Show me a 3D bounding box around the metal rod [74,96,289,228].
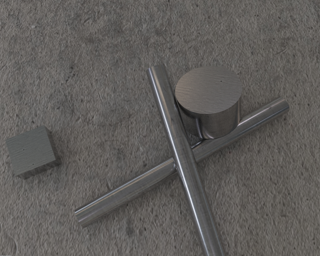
[{"bbox_3d":[0.036,0.038,0.394,0.302,0.025,0.025,-28,73,-10],"label":"metal rod"}]

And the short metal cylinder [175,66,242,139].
[{"bbox_3d":[0.063,-0.033,0.395,0.080,0.050,0.080,-6,52,8],"label":"short metal cylinder"}]

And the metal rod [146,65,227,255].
[{"bbox_3d":[0.038,0.066,0.361,0.025,0.025,0.299,-16,79,-6],"label":"metal rod"}]

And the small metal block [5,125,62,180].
[{"bbox_3d":[-0.161,0.031,0.396,0.050,0.025,0.050,-22,72,-8],"label":"small metal block"}]
